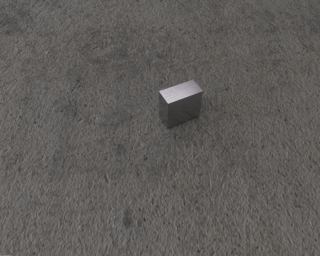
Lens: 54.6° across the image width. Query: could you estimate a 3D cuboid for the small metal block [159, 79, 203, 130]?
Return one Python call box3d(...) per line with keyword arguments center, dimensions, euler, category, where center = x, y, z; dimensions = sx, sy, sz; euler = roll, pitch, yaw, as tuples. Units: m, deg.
box3d(center=(0.027, -0.031, 0.413), dimensions=(0.050, 0.050, 0.025), euler=(-21, 53, -17), category="small metal block")
